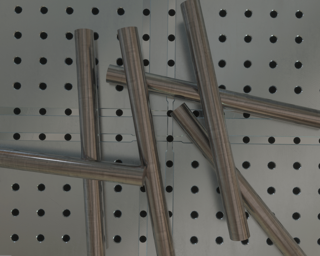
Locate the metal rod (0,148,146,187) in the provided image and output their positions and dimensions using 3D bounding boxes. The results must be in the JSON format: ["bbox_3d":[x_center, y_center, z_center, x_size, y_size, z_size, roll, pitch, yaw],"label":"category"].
[{"bbox_3d":[-0.168,0.042,0.395,0.301,0.025,0.025,6,90,6],"label":"metal rod"}]

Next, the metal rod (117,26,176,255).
[{"bbox_3d":[-0.016,0.025,0.397,0.025,0.025,0.298,-9,97,0],"label":"metal rod"}]

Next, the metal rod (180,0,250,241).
[{"bbox_3d":[0.069,-0.010,0.387,0.025,0.025,0.299,-12,90,0],"label":"metal rod"}]

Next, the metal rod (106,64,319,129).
[{"bbox_3d":[0.079,-0.040,0.413,0.301,0.025,0.025,12,90,0],"label":"metal rod"}]

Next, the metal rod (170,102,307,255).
[{"bbox_3d":[0.116,0.091,0.414,0.025,0.025,0.300,-39,90,0],"label":"metal rod"}]

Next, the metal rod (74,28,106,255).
[{"bbox_3d":[-0.092,0.021,0.412,0.025,0.025,0.298,-3,90,0],"label":"metal rod"}]
